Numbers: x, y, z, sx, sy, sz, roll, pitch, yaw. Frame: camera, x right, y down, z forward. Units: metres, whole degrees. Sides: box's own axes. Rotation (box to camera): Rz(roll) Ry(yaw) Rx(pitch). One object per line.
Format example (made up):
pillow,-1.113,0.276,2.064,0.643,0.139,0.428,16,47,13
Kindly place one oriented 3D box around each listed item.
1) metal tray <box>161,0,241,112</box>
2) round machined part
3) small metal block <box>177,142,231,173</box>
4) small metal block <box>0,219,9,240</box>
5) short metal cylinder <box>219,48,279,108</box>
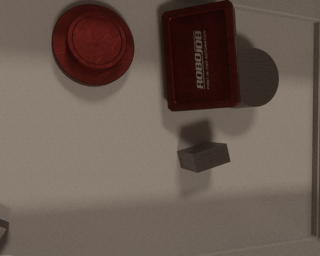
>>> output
metal tray,0.053,-0.089,0.401,0.090,0.030,0.129,-4,92,19
round machined part,-0.078,-0.101,0.373,0.099,0.042,0.097,0,90,-21
small metal block,0.058,0.038,0.420,0.050,0.050,0.025,-15,96,-20
small metal block,-0.203,0.120,0.336,0.050,0.025,0.050,30,80,-18
short metal cylinder,0.120,-0.069,0.443,0.081,0.050,0.079,0,90,-21
